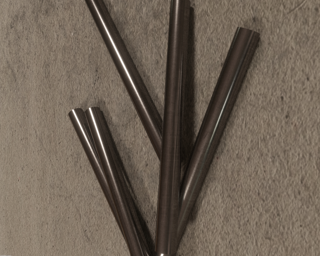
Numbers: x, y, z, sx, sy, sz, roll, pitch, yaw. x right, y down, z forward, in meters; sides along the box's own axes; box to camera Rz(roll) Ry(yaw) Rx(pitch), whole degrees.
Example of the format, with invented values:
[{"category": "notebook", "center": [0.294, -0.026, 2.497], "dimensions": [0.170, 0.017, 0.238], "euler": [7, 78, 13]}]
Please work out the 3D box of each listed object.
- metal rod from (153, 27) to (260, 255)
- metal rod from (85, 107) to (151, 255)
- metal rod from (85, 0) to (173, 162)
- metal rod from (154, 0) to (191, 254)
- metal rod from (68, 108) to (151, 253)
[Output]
[{"category": "metal rod", "center": [0.048, 0.034, 0.363], "dimensions": [0.025, 0.025, 0.298], "euler": [29, 108, 36]}, {"category": "metal rod", "center": [-0.053, 0.099, 0.430], "dimensions": [0.025, 0.025, 0.299], "euler": [-40, 61, 32]}, {"category": "metal rod", "center": [-0.045, -0.079, 0.440], "dimensions": [0.025, 0.025, 0.299], "euler": [-39, 66, 33]}, {"category": "metal rod", "center": [0.016, -0.007, 0.369], "dimensions": [0.025, 0.025, 0.298], "euler": [0, 83, 39]}, {"category": "metal rod", "center": [-0.071, 0.094, 0.461], "dimensions": [0.025, 0.025, 0.299], "euler": [-44, 64, 31]}]
